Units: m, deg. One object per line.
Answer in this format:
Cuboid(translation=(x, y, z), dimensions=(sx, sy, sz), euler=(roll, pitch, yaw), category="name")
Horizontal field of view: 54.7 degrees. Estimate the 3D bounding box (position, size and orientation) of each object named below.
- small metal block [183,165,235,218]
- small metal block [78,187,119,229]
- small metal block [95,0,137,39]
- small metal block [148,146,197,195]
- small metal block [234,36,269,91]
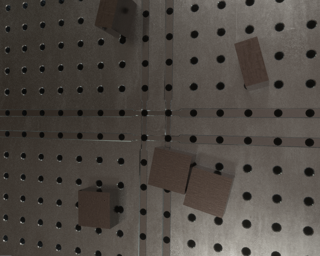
Cuboid(translation=(0.062, 0.079, 0.390), dimensions=(0.050, 0.025, 0.050), euler=(15, 95, 19), category="small metal block")
Cuboid(translation=(-0.088, 0.113, 0.442), dimensions=(0.050, 0.025, 0.050), euler=(-1, 90, 19), category="small metal block")
Cuboid(translation=(-0.059, -0.154, 0.419), dimensions=(0.025, 0.050, 0.050), euler=(16, 95, 19), category="small metal block")
Cuboid(translation=(0.016, 0.054, 0.406), dimensions=(0.050, 0.025, 0.050), euler=(12, 94, 19), category="small metal block")
Cuboid(translation=(0.108, -0.072, 0.361), dimensions=(0.025, 0.050, 0.050), euler=(-15, 85, 19), category="small metal block")
